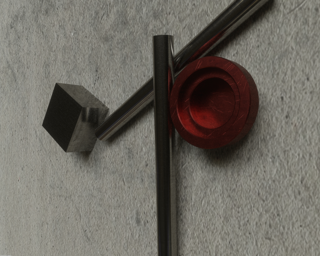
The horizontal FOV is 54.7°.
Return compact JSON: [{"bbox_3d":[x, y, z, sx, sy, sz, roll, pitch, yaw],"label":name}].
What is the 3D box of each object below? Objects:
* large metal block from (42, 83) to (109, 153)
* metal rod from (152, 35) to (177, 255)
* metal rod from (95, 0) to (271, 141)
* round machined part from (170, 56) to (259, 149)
[{"bbox_3d":[-0.138,-0.017,0.499,0.080,0.050,0.079,38,113,33],"label":"large metal block"},{"bbox_3d":[0.007,0.041,0.378,0.025,0.025,0.298,4,98,39],"label":"metal rod"},{"bbox_3d":[0.010,-0.067,0.394,0.299,0.025,0.025,-38,67,33],"label":"metal rod"},{"bbox_3d":[0.062,-0.027,0.341,0.098,0.042,0.097,0,90,39],"label":"round machined part"}]
